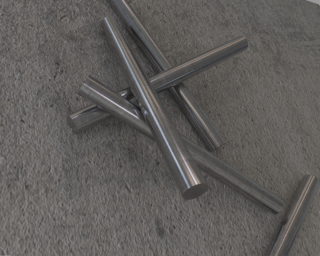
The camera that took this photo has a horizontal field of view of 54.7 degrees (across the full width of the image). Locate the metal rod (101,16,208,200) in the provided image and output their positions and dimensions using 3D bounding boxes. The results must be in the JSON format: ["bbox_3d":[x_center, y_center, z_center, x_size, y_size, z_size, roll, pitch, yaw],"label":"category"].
[{"bbox_3d":[-0.022,-0.049,0.366,0.025,0.025,0.300,-1,45,-29],"label":"metal rod"}]

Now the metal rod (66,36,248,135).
[{"bbox_3d":[0.015,-0.069,0.424,0.302,0.025,0.025,-30,78,-28],"label":"metal rod"}]

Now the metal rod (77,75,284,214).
[{"bbox_3d":[0.037,0.029,0.383,0.301,0.025,0.025,32,51,-16],"label":"metal rod"}]

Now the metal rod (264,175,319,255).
[{"bbox_3d":[0.144,0.159,0.383,0.025,0.025,0.302,46,51,4],"label":"metal rod"}]

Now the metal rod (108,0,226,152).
[{"bbox_3d":[0.002,-0.096,0.462,0.025,0.025,0.299,-24,75,-36],"label":"metal rod"}]
